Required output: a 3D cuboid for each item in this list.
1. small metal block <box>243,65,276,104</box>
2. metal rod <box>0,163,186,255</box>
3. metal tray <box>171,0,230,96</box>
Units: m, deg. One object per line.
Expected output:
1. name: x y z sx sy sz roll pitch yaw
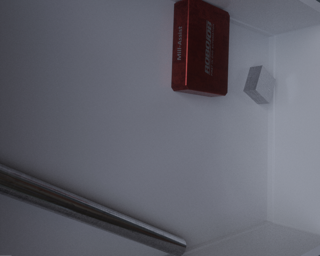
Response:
1. small metal block: 0.182 -0.077 0.562 0.050 0.025 0.050 32 70 -36
2. metal rod: -0.075 0.096 0.345 0.301 0.025 0.025 35 69 -35
3. metal tray: 0.062 -0.115 0.457 0.091 0.030 0.129 3 88 -40
